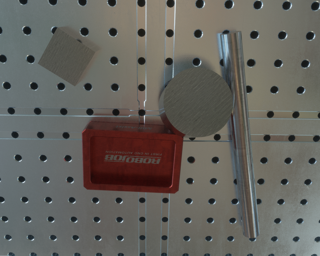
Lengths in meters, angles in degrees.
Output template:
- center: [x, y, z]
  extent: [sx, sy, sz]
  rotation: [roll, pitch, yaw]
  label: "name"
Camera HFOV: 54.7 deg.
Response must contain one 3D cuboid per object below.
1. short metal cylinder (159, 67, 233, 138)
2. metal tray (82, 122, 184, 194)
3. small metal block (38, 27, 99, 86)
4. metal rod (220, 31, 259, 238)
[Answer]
- center: [0.041, -0.028, 0.375]
  extent: [0.081, 0.050, 0.080]
  rotation: [0, 87, -7]
  label: "short metal cylinder"
- center: [-0.037, 0.041, 0.425]
  extent: [0.131, 0.030, 0.089]
  rotation: [3, 110, -2]
  label: "metal tray"
- center: [-0.111, -0.088, 0.380]
  extent: [0.050, 0.025, 0.050]
  rotation: [32, 107, -12]
  label: "small metal block"
- center: [0.112, 0.023, 0.423]
  extent: [0.025, 0.025, 0.298]
  rotation: [-10, 110, 3]
  label: "metal rod"
